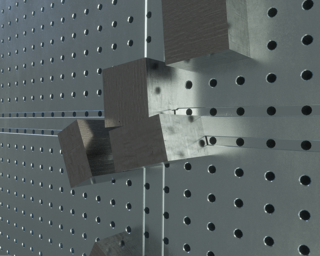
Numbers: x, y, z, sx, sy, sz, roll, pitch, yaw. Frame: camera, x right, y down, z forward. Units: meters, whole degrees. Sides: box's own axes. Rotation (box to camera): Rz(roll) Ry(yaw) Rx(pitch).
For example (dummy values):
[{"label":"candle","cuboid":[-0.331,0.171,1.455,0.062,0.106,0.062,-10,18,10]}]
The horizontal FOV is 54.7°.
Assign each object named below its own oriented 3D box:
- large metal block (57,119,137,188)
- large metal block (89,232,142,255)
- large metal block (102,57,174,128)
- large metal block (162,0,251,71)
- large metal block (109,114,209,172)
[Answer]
[{"label":"large metal block","cuboid":[-0.089,0.035,0.445,0.050,0.081,0.080,-30,72,36]},{"label":"large metal block","cuboid":[-0.063,0.214,0.443,0.080,0.050,0.079,36,112,33]},{"label":"large metal block","cuboid":[-0.030,-0.043,0.416,0.080,0.050,0.080,-5,87,39]},{"label":"large metal block","cuboid":[0.051,-0.114,0.350,0.080,0.050,0.080,-5,87,39]},{"label":"large metal block","cuboid":[-0.001,0.018,0.373,0.080,0.081,0.050,-17,79,38]}]
